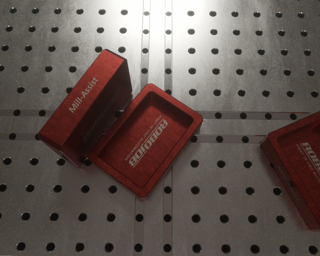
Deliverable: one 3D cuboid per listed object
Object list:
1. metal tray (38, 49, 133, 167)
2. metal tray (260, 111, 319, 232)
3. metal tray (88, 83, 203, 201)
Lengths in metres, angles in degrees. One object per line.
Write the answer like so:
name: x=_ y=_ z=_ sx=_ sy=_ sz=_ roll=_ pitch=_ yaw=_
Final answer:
metal tray: x=-0.085 y=-0.022 z=0.384 sx=0.030 sy=0.090 sz=0.130 roll=29 pitch=72 yaw=10
metal tray: x=0.201 y=0.052 z=0.392 sx=0.091 sy=0.030 sz=0.130 roll=-23 pitch=72 yaw=-9
metal tray: x=-0.017 y=0.016 z=0.403 sx=0.090 sy=0.030 sz=0.130 roll=35 pitch=73 yaw=11
